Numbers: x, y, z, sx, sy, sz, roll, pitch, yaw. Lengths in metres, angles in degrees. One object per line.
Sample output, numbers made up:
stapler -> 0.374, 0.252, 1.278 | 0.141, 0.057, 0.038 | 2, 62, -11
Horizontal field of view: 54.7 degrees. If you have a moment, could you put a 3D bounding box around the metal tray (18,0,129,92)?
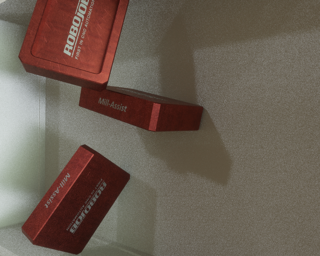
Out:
metal tray -> -0.089, -0.114, 0.342 | 0.030, 0.091, 0.129 | 148, 135, -72

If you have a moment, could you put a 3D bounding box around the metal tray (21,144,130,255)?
metal tray -> -0.106, 0.097, 0.414 | 0.030, 0.090, 0.130 | 24, 75, 37

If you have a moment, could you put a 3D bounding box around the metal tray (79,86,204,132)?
metal tray -> -0.025, -0.027, 0.382 | 0.130, 0.091, 0.030 | 18, 102, 38
